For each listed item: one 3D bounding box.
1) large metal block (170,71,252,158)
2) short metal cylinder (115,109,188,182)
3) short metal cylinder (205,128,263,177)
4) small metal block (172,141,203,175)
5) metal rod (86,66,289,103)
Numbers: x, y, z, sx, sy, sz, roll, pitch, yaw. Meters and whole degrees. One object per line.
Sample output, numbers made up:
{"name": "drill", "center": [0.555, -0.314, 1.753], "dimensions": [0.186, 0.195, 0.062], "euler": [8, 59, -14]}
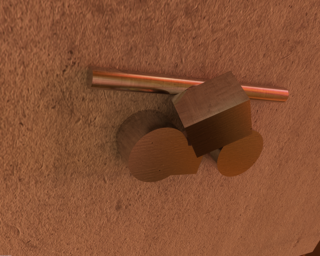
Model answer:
{"name": "large metal block", "center": [0.068, -0.015, 0.397], "dimensions": [0.080, 0.050, 0.080], "euler": [-24, 145, 3]}
{"name": "short metal cylinder", "center": [-0.011, 0.022, 0.399], "dimensions": [0.081, 0.050, 0.079], "euler": [-14, 124, -21]}
{"name": "short metal cylinder", "center": [0.106, 0.026, 0.466], "dimensions": [0.081, 0.050, 0.079], "euler": [-14, 124, -21]}
{"name": "small metal block", "center": [0.034, 0.041, 0.453], "dimensions": [0.050, 0.025, 0.050], "euler": [2, 118, -29]}
{"name": "metal rod", "center": [0.056, -0.053, 0.406], "dimensions": [0.303, 0.025, 0.025], "euler": [1, 118, -29]}
